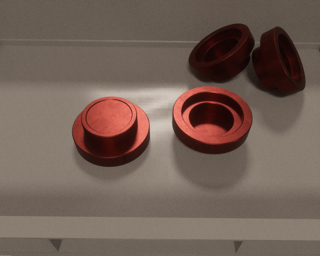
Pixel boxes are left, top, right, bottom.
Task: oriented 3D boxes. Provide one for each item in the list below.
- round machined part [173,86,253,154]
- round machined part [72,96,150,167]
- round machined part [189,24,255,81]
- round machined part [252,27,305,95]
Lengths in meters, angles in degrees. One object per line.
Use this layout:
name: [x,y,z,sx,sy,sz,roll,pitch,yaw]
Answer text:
round machined part: [0.065,-0.006,0.400,0.099,0.042,0.098,0,50,0]
round machined part: [-0.062,-0.002,0.395,0.099,0.042,0.098,0,50,0]
round machined part: [0.096,-0.109,0.467,0.098,0.042,0.098,-27,35,21]
round machined part: [0.170,-0.093,0.452,0.042,0.098,0.098,-21,36,40]
